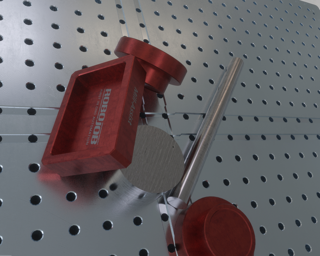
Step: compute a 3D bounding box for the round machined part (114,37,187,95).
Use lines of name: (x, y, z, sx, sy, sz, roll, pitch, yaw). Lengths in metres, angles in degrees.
round machined part: (-0.017, -0.078, 0.412, 0.098, 0.098, 0.042, 26, 90, -13)

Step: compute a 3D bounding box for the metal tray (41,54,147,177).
metal tray: (-0.068, -0.016, 0.340, 0.030, 0.090, 0.130, 51, 36, -46)

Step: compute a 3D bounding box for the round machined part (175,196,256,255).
round machined part: (0.070, 0.127, 0.358, 0.099, 0.042, 0.098, 14, 56, -21)

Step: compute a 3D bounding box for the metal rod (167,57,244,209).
metal rod: (0.079, -0.013, 0.458, 0.025, 0.025, 0.301, 35, 51, -6)

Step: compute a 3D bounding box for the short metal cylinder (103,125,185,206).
short metal cylinder: (-0.019, 0.043, 0.355, 0.081, 0.050, 0.080, 14, 56, -21)
